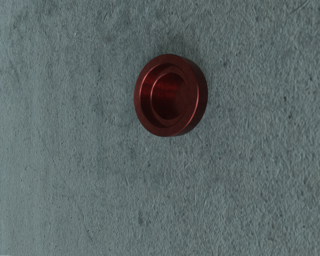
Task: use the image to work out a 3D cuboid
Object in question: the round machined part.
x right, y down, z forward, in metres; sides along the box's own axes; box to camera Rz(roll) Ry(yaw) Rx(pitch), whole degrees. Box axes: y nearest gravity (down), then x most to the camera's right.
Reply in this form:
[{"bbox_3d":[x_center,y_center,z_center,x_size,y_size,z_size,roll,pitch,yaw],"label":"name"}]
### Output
[{"bbox_3d":[0.017,-0.038,0.381,0.098,0.042,0.097,0,90,40],"label":"round machined part"}]
